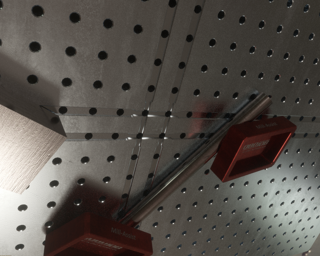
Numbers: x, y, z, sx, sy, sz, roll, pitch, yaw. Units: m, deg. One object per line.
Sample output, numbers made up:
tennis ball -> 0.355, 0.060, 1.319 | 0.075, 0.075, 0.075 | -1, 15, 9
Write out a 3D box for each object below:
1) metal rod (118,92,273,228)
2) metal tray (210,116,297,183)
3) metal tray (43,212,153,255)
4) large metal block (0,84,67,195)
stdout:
metal rod -> 0.052, 0.055, 0.475 | 0.300, 0.025, 0.025 | -42, 130, 0
metal tray -> 0.149, 0.032, 0.490 | 0.131, 0.030, 0.089 | -9, 132, -35
metal tray -> -0.085, 0.169, 0.446 | 0.090, 0.030, 0.130 | -33, 134, 23
large metal block -> -0.157, 0.011, 0.316 | 0.080, 0.050, 0.080 | 35, 99, -39
